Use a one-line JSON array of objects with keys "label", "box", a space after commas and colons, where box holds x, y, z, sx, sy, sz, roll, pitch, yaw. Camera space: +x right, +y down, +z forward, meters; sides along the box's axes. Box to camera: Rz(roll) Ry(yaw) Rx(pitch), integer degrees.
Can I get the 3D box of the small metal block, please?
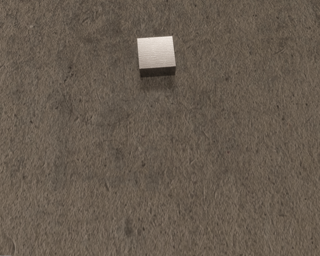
[{"label": "small metal block", "box": [-0.005, -0.102, 0.445, 0.050, 0.025, 0.050, -5, 70, -2]}]
